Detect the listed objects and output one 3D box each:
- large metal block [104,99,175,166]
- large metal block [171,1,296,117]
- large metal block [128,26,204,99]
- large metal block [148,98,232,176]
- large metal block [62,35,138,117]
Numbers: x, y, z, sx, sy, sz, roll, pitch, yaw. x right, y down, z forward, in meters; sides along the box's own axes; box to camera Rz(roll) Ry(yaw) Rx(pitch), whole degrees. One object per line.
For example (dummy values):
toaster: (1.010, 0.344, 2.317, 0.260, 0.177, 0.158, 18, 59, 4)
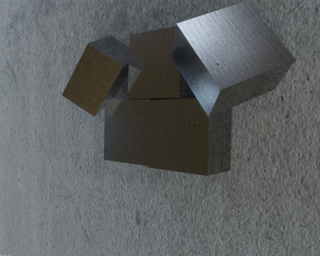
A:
large metal block: (-0.028, 0.004, 0.410, 0.080, 0.050, 0.079, 2, 91, 39)
large metal block: (0.067, -0.069, 0.306, 0.080, 0.081, 0.050, 62, 164, 21)
large metal block: (0.008, -0.075, 0.382, 0.080, 0.050, 0.079, 4, 92, 39)
large metal block: (0.034, 0.008, 0.358, 0.080, 0.050, 0.079, 2, 91, 39)
large metal block: (-0.078, -0.073, 0.423, 0.050, 0.080, 0.080, 34, 116, -3)
